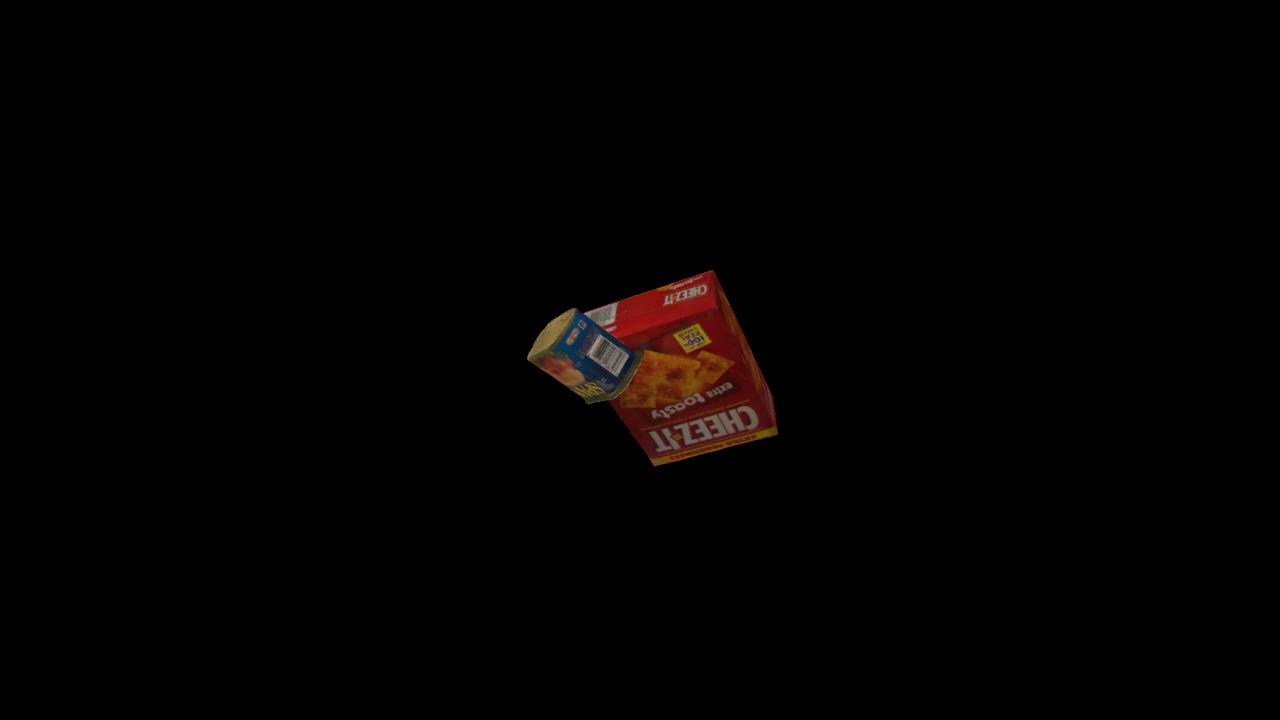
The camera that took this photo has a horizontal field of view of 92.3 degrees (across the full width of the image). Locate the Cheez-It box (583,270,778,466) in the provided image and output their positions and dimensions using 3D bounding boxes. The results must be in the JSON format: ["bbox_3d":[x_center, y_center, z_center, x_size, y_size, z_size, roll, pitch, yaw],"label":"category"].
[{"bbox_3d":[0.047,0.020,0.708,0.166,0.071,0.223,-16,-48,18],"label":"Cheez-It box"}]

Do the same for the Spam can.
[{"bbox_3d":[-0.059,-0.003,0.633,0.085,0.058,0.101,37,-23,-17],"label":"Spam can"}]
